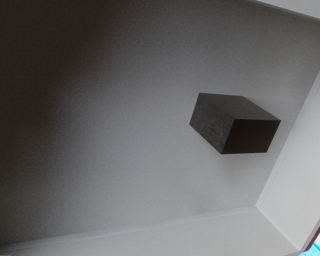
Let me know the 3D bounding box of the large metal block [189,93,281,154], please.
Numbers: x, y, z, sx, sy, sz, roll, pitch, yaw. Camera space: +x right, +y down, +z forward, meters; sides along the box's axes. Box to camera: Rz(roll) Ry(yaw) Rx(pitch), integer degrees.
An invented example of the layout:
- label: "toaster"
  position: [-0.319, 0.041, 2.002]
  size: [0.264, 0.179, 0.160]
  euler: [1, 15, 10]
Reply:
- label: "large metal block"
  position: [0.100, -0.008, 0.425]
  size: [0.081, 0.080, 0.050]
  euler: [1, 118, -29]
